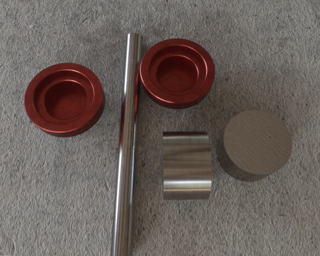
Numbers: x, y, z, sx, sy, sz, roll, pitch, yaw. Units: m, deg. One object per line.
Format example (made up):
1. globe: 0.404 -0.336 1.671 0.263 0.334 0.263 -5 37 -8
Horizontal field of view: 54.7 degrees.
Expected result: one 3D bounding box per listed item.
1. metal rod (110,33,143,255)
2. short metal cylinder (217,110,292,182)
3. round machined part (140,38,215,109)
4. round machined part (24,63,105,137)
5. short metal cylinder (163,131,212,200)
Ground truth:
1. metal rod: -0.041 0.008 0.404 0.025 0.025 0.299 1 70 0
2. short metal cylinder: 0.115 0.024 0.388 0.081 0.050 0.080 0 70 0
3. round machined part: 0.023 -0.070 0.425 0.099 0.042 0.098 0 70 -1
4. round machined part: -0.122 -0.033 0.410 0.099 0.042 0.098 0 70 -1
5. short metal cylinder: 0.029 0.043 0.363 0.050 0.080 0.080 -1 70 -1
